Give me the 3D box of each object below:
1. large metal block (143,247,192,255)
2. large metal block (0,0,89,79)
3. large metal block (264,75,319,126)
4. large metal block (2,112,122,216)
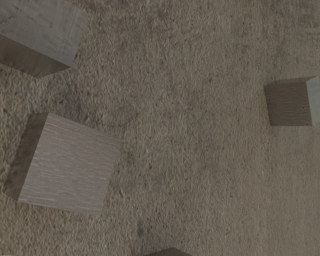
[{"bbox_3d":[0.013,0.192,0.380,0.081,0.080,0.050,3,88,-40],"label":"large metal block"},{"bbox_3d":[-0.122,-0.086,0.266,0.080,0.080,0.050,23,76,-38],"label":"large metal block"},{"bbox_3d":[0.249,-0.049,0.577,0.050,0.080,0.080,-23,105,-38],"label":"large metal block"},{"bbox_3d":[-0.095,0.036,0.309,0.080,0.050,0.080,24,75,-38],"label":"large metal block"}]
